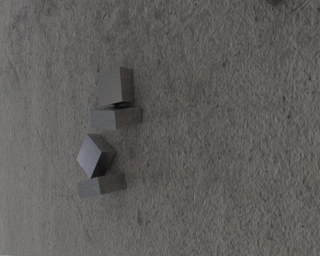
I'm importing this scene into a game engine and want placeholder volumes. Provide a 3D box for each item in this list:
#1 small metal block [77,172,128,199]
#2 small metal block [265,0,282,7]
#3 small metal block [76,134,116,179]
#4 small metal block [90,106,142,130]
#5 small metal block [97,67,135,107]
[{"bbox_3d":[-0.086,0.086,0.460,0.050,0.050,0.025,-20,78,38],"label":"small metal block"},{"bbox_3d":[0.101,-0.154,0.305,0.025,0.050,0.050,-36,68,34],"label":"small metal block"},{"bbox_3d":[-0.101,0.044,0.486,0.050,0.025,0.050,42,115,38],"label":"small metal block"},{"bbox_3d":[-0.061,-0.016,0.437,0.050,0.050,0.025,4,103,40],"label":"small metal block"},{"bbox_3d":[-0.066,-0.059,0.459,0.050,0.025,0.050,-8,85,39],"label":"small metal block"}]
